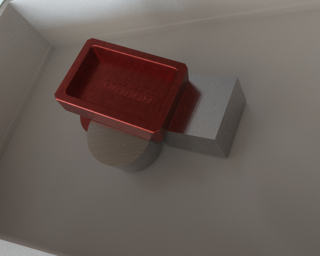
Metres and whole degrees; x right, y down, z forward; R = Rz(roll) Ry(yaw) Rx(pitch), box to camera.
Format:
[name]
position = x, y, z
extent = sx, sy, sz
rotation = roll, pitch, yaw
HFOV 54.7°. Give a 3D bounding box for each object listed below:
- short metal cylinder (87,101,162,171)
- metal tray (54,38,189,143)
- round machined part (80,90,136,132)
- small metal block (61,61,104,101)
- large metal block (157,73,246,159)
[short metal cylinder]
position = -0.043, 0.012, 0.386
extent = 0.080, 0.050, 0.080
rotation = -4, 74, 15
[metal tray]
position = -0.043, -0.047, 0.360
extent = 0.130, 0.030, 0.090
rotation = 19, 70, 14
[round machined part]
position = -0.076, -0.034, 0.452
extent = 0.098, 0.042, 0.098
rotation = -13, 56, 20
[small metal block]
position = -0.096, -0.055, 0.416
extent = 0.025, 0.050, 0.050
rotation = 13, 68, 33
[large metal block]
position = 0.048, -0.017, 0.370
extent = 0.080, 0.050, 0.080
rotation = 10, 67, 32
